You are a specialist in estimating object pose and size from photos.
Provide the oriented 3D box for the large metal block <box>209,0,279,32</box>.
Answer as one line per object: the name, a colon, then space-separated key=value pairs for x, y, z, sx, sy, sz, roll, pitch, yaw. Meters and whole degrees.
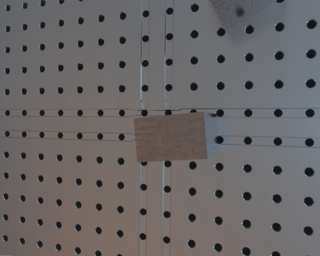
large metal block: x=0.094 y=-0.163 z=0.350 sx=0.080 sy=0.080 sz=0.050 roll=-28 pitch=81 yaw=17

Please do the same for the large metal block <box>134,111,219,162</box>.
large metal block: x=0.024 y=0.010 z=0.374 sx=0.080 sy=0.080 sz=0.050 roll=-5 pitch=89 yaw=19
